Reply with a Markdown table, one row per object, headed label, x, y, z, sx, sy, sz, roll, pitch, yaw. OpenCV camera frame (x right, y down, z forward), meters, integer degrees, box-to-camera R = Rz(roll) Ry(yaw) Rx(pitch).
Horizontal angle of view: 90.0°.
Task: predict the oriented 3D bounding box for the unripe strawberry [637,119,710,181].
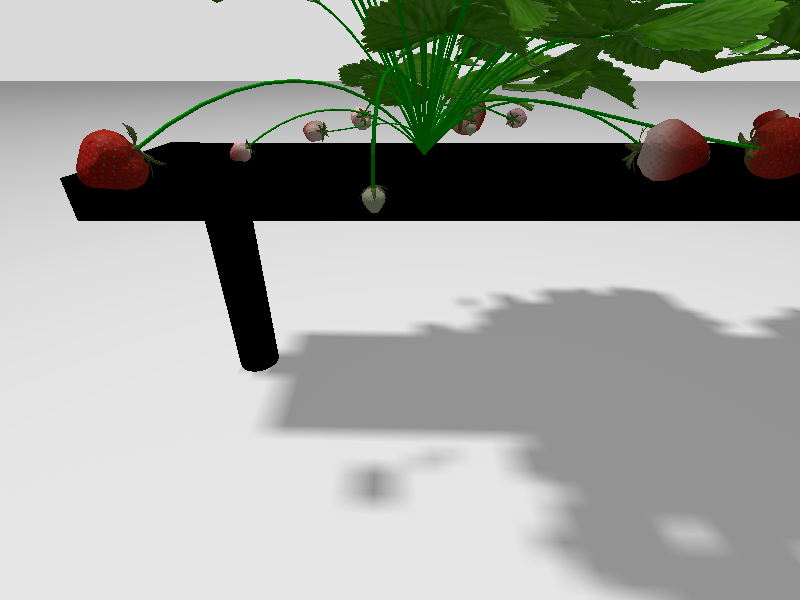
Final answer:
| label | x | y | z | sx | sy | sz | roll | pitch | yaw |
| --- | --- | --- | --- | --- | --- | --- | --- | --- | --- |
| unripe strawberry | 0.172 | -0.093 | 0.250 | 0.038 | 0.037 | 0.035 | 17 | 34 | 25 |

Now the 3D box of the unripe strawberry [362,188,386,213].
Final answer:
| label | x | y | z | sx | sy | sz | roll | pitch | yaw |
| --- | --- | --- | --- | --- | --- | --- | --- | --- | --- |
| unripe strawberry | -0.012 | -0.044 | 0.177 | 0.010 | 0.011 | 0.011 | 5 | 31 | 9 |

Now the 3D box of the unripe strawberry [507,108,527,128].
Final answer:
| label | x | y | z | sx | sy | sz | roll | pitch | yaw |
| --- | --- | --- | --- | --- | --- | --- | --- | --- | --- |
| unripe strawberry | 0.138 | -0.215 | 0.473 | 0.024 | 0.021 | 0.022 | 20 | 35 | 30 |

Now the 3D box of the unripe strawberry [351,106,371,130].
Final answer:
| label | x | y | z | sx | sy | sz | roll | pitch | yaw |
| --- | --- | --- | --- | --- | --- | --- | --- | --- | --- |
| unripe strawberry | -0.045 | -0.210 | 0.464 | 0.024 | 0.025 | 0.026 | -12 | 16 | -20 |

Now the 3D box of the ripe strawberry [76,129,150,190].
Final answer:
| label | x | y | z | sx | sy | sz | roll | pitch | yaw |
| --- | --- | --- | --- | --- | --- | --- | --- | --- | --- |
| ripe strawberry | -0.161 | -0.075 | 0.221 | 0.033 | 0.033 | 0.036 | -35 | 41 | -17 |

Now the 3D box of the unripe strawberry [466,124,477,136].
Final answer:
| label | x | y | z | sx | sy | sz | roll | pitch | yaw |
| --- | --- | --- | --- | --- | --- | --- | --- | --- | --- |
| unripe strawberry | 0.074 | -0.176 | 0.415 | 0.010 | 0.011 | 0.011 | 15 | 33 | 25 |

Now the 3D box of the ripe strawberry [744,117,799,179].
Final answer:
| label | x | y | z | sx | sy | sz | roll | pitch | yaw |
| --- | --- | --- | --- | --- | --- | --- | --- | --- | --- |
| ripe strawberry | 0.251 | -0.098 | 0.261 | 0.038 | 0.037 | 0.035 | 10 | 32 | 15 |

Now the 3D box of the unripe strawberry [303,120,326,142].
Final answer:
| label | x | y | z | sx | sy | sz | roll | pitch | yaw |
| --- | --- | --- | --- | --- | --- | --- | --- | --- | --- |
| unripe strawberry | -0.082 | -0.162 | 0.383 | 0.022 | 0.019 | 0.022 | 16 | 34 | 27 |

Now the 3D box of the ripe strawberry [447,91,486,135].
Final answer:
| label | x | y | z | sx | sy | sz | roll | pitch | yaw |
| --- | --- | --- | --- | --- | --- | --- | --- | --- | --- |
| ripe strawberry | 0.073 | -0.204 | 0.435 | 0.042 | 0.044 | 0.046 | 12 | 32 | 19 |

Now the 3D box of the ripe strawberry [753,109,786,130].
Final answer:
| label | x | y | z | sx | sy | sz | roll | pitch | yaw |
| --- | --- | --- | --- | --- | --- | --- | --- | --- | --- |
| ripe strawberry | 0.385 | -0.186 | 0.419 | 0.022 | 0.025 | 0.024 | -22 | 36 | -33 |
